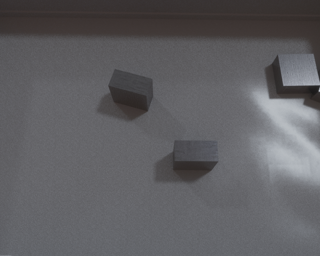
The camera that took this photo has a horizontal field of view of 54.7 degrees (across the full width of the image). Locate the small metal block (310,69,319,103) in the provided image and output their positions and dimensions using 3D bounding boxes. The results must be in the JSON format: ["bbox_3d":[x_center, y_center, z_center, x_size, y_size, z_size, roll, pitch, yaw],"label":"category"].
[{"bbox_3d":[0.246,-0.057,0.432,0.050,0.025,0.050,22,71,7],"label":"small metal block"}]

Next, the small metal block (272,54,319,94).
[{"bbox_3d":[0.191,-0.077,0.439,0.050,0.025,0.050,-1,70,0],"label":"small metal block"}]

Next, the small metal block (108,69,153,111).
[{"bbox_3d":[-0.037,-0.049,0.414,0.050,0.050,0.025,16,71,5],"label":"small metal block"}]

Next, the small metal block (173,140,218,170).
[{"bbox_3d":[0.042,0.035,0.384,0.050,0.050,0.025,1,70,0],"label":"small metal block"}]
